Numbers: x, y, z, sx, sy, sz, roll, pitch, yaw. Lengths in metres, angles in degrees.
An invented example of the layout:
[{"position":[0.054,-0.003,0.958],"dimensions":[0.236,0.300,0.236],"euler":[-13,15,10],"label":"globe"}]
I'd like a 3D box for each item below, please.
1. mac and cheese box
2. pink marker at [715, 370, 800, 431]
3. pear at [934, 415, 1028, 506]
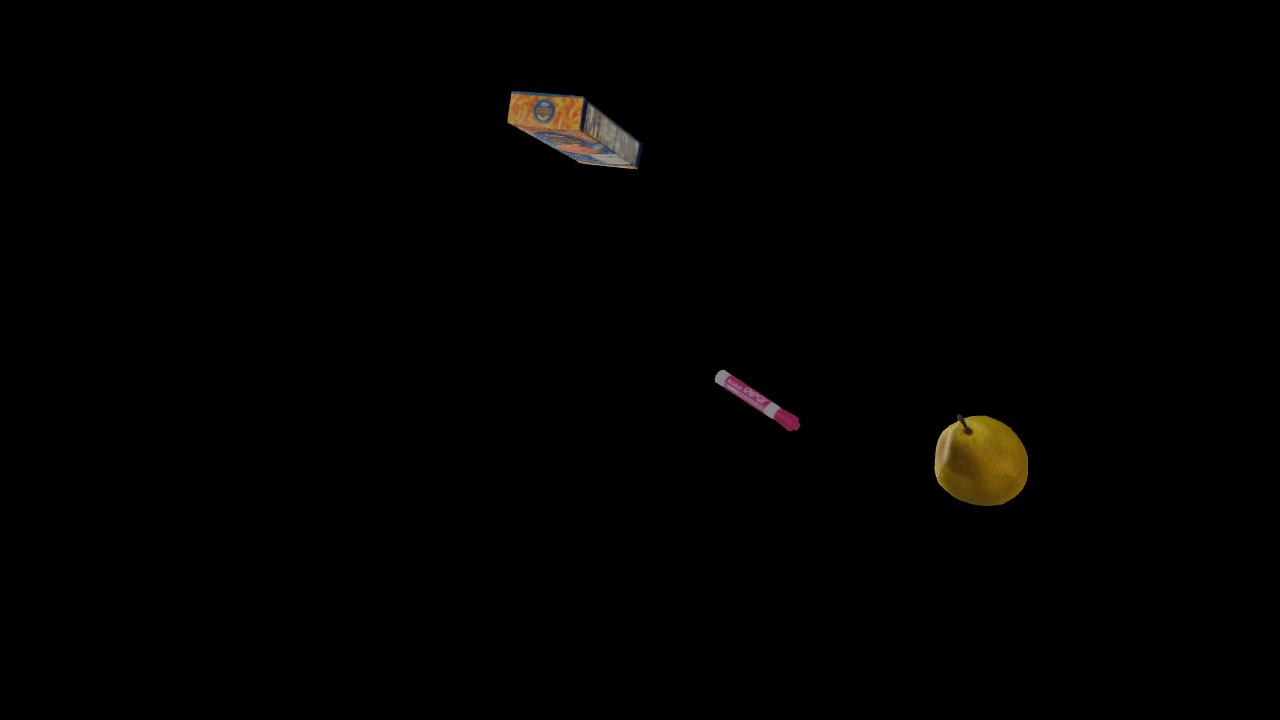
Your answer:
[{"position":[-0.071,-0.273,0.745],"dimensions":[0.093,0.041,0.184],"euler":[14,8,19],"label":"mac and cheese box"},{"position":[0.138,0.047,0.727],"dimensions":[0.020,0.020,0.121],"euler":[0,27,-47],"label":"pink marker"},{"position":[0.289,0.081,0.527],"dimensions":[0.080,0.080,0.111],"euler":[0,-20,34],"label":"pear"}]
